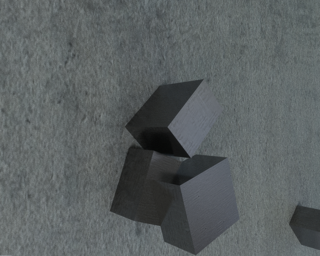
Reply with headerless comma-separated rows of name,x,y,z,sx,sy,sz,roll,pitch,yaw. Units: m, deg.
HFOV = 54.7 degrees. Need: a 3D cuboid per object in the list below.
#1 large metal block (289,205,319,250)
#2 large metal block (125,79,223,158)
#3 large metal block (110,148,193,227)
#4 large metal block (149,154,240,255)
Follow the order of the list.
large metal block,0.334,0.215,0.654,0.050,0.080,0.080,-52,121,-27
large metal block,0.017,-0.012,0.386,0.080,0.080,0.050,-52,121,-27
large metal block,-0.005,0.076,0.387,0.080,0.050,0.080,25,74,-38
large metal block,0.042,0.084,0.361,0.081,0.050,0.079,-22,104,-38
